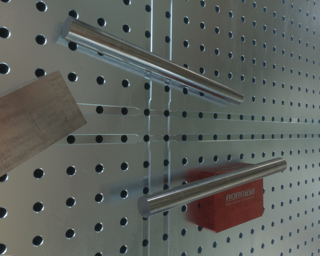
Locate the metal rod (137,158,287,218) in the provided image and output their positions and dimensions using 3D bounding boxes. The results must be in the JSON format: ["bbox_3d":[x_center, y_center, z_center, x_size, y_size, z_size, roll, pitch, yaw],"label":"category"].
[{"bbox_3d":[0.097,0.077,0.450,0.302,0.025,0.025,-6,94,-40],"label":"metal rod"}]

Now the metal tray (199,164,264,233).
[{"bbox_3d":[0.120,0.110,0.507,0.131,0.030,0.089,-2,91,-40],"label":"metal tray"}]

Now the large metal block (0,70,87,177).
[{"bbox_3d":[-0.125,-0.006,0.268,0.080,0.080,0.050,-37,113,-34],"label":"large metal block"}]

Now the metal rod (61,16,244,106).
[{"bbox_3d":[0.015,-0.078,0.421,0.302,0.025,0.025,14,81,-39],"label":"metal rod"}]
